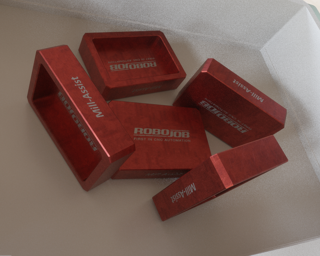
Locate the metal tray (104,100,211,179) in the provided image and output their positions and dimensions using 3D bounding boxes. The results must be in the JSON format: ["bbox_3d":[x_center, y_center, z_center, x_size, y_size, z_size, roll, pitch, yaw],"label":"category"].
[{"bbox_3d":[-0.002,0.016,0.389,0.131,0.030,0.090,3,60,-27],"label":"metal tray"}]

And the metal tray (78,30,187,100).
[{"bbox_3d":[-0.036,-0.092,0.438,0.131,0.030,0.090,-14,69,-34],"label":"metal tray"}]

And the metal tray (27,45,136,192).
[{"bbox_3d":[-0.087,-0.008,0.320,0.030,0.090,0.130,-27,77,-38],"label":"metal tray"}]

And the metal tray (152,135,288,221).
[{"bbox_3d":[0.059,0.057,0.333,0.091,0.129,0.030,-13,69,-34],"label":"metal tray"}]

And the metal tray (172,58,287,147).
[{"bbox_3d":[0.094,-0.027,0.430,0.130,0.090,0.030,33,52,-7],"label":"metal tray"}]
